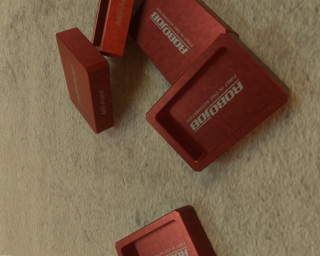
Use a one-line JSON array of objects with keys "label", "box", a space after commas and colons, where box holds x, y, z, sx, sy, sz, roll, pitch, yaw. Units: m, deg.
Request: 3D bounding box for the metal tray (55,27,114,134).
[{"label": "metal tray", "box": [-0.104, -0.063, 0.441, 0.090, 0.030, 0.129, 48, 153, 28]}]

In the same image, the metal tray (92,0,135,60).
[{"label": "metal tray", "box": [-0.063, -0.164, 0.426, 0.090, 0.030, 0.129, -144, 65, -64]}]

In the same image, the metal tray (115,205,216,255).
[{"label": "metal tray", "box": [0.006, 0.166, 0.394, 0.130, 0.030, 0.090, -39, 67, 33]}]

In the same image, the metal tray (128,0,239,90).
[{"label": "metal tray", "box": [0.022, -0.117, 0.382, 0.090, 0.030, 0.130, -51, 61, 27]}]

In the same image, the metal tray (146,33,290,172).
[{"label": "metal tray", "box": [0.057, -0.024, 0.333, 0.090, 0.030, 0.129, 47, 120, 4]}]
